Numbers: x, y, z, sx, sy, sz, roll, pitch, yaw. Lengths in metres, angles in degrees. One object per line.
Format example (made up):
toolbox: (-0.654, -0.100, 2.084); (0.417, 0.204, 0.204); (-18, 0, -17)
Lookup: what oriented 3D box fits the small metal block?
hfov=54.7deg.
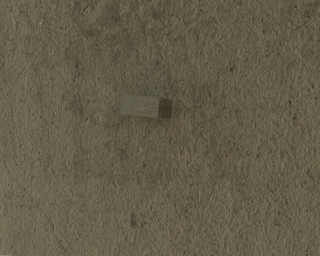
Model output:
small metal block: (-0.017, -0.027, 0.401); (0.050, 0.050, 0.025); (6, 92, 19)
